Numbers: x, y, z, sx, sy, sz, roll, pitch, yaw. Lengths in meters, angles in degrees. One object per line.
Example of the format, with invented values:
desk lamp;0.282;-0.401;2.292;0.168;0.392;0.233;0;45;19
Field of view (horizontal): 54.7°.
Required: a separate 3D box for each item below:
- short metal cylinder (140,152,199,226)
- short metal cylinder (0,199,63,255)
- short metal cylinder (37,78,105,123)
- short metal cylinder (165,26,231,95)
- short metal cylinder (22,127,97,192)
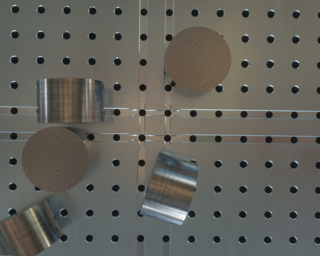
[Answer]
short metal cylinder;0.011;0.075;0.386;0.050;0.080;0.080;18;90;0
short metal cylinder;-0.169;0.130;0.384;0.080;0.080;0.050;-26;90;0
short metal cylinder;-0.110;-0.031;0.384;0.081;0.080;0.050;-1;90;-1
short metal cylinder;0.047;-0.084;0.401;0.081;0.050;0.079;0;90;-1
short metal cylinder;-0.127;0.038;0.399;0.081;0.050;0.079;0;90;-1
